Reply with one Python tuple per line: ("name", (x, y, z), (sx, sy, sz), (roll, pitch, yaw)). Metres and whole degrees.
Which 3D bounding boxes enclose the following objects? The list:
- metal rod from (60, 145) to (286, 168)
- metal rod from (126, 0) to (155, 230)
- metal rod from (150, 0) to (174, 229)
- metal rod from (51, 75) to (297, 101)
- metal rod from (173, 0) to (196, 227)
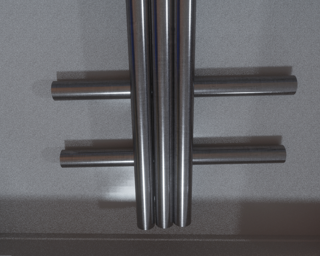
("metal rod", (0.018, 0.039, 0.425), (0.302, 0.025, 0.025), (-1, 110, 0))
("metal rod", (-0.022, -0.006, 0.380), (0.025, 0.025, 0.298), (-1, 110, 0))
("metal rod", (0.004, -0.008, 0.379), (0.025, 0.025, 0.298), (-1, 110, 0))
("metal rod", (0.018, -0.051, 0.392), (0.302, 0.025, 0.025), (-1, 110, 0))
("metal rod", (0.028, -0.010, 0.379), (0.025, 0.025, 0.298), (-1, 110, 0))
